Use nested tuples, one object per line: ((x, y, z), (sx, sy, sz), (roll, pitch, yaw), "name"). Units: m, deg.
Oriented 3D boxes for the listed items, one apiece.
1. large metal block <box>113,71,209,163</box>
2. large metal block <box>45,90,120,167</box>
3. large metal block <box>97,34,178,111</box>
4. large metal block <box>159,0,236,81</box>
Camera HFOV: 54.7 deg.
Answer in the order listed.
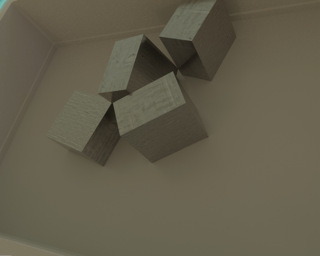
((0.002, -0.009, 0.375), (0.080, 0.080, 0.050), (-26, 53, 12), "large metal block")
((-0.102, -0.001, 0.444), (0.080, 0.050, 0.080), (17, 71, 35), "large metal block")
((-0.026, -0.064, 0.416), (0.050, 0.080, 0.080), (-2, 65, 38), "large metal block")
((0.054, -0.123, 0.418), (0.050, 0.080, 0.080), (20, 72, 35), "large metal block")
